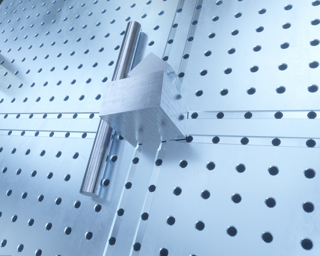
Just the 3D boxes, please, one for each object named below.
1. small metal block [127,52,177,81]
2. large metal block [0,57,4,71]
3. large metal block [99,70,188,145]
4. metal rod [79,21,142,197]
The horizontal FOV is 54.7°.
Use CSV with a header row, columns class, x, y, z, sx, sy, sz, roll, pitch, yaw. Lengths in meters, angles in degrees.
class,x,y,z,sx,sy,sz,roll,pitch,yaw
small metal block,-0.012,-0.079,0.461,0.050,0.025,0.050,-44,51,-3
large metal block,-0.400,-0.160,0.677,0.050,0.080,0.080,-41,51,0
large metal block,-0.017,-0.022,0.394,0.080,0.080,0.050,-8,59,24
metal rod,-0.068,-0.045,0.469,0.025,0.025,0.299,-4,60,26
